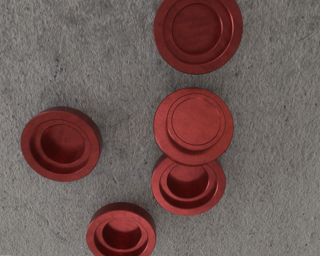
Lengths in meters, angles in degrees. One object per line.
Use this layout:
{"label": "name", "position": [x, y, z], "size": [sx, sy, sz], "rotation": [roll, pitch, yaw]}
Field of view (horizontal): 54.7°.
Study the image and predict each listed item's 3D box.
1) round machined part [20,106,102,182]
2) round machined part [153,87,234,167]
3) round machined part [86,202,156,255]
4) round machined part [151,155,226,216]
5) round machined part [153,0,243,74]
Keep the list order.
{"label": "round machined part", "position": [-0.125, 0.018, 0.406], "size": [0.099, 0.042, 0.097], "rotation": [0, 110, 0]}
{"label": "round machined part", "position": [0.041, -0.003, 0.376], "size": [0.099, 0.042, 0.098], "rotation": [0, 78, -2]}
{"label": "round machined part", "position": [-0.055, 0.150, 0.455], "size": [0.099, 0.042, 0.097], "rotation": [0, 110, 0]}
{"label": "round machined part", "position": [0.038, 0.068, 0.426], "size": [0.099, 0.042, 0.097], "rotation": [0, 110, 0]}
{"label": "round machined part", "position": [0.042, -0.114, 0.359], "size": [0.099, 0.042, 0.097], "rotation": [0, 110, 0]}
